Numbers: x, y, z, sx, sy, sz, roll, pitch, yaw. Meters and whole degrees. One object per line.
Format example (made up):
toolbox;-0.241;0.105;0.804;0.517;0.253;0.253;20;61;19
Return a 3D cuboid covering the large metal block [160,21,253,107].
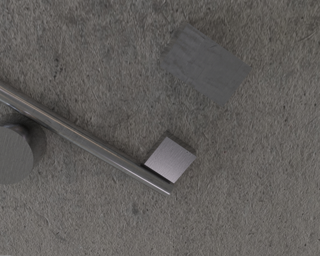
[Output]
large metal block;0.047;-0.076;0.353;0.080;0.080;0.050;31;107;-11

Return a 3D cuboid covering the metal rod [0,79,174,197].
metal rod;-0.111;0.009;0.411;0.301;0.025;0.025;32;107;-12

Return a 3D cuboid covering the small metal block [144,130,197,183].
small metal block;0.014;0.039;0.424;0.050;0.025;0.050;35;106;-12

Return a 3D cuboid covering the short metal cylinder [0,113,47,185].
short metal cylinder;-0.196;0.026;0.404;0.081;0.050;0.079;0;110;0
